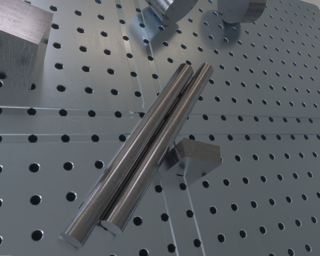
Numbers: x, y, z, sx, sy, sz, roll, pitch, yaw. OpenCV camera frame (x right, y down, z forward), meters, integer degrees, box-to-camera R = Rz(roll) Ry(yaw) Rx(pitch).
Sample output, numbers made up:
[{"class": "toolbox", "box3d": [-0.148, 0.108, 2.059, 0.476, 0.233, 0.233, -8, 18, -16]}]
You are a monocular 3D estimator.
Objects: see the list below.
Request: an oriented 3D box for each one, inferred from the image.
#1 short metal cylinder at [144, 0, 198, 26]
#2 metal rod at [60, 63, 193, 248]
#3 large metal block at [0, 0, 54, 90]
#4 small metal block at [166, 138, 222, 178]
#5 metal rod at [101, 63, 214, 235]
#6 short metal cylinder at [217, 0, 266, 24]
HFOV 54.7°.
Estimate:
[{"class": "short metal cylinder", "box3d": [0.021, -0.220, 0.518, 0.081, 0.080, 0.050, -31, 80, -38]}, {"class": "metal rod", "box3d": [-0.022, 0.009, 0.391, 0.025, 0.025, 0.301, 36, 51, -5]}, {"class": "large metal block", "box3d": [-0.171, -0.097, 0.340, 0.080, 0.080, 0.050, 19, 54, -17]}, {"class": "small metal block", "box3d": [0.041, 0.039, 0.390, 0.050, 0.050, 0.025, 14, 56, -21]}, {"class": "metal rod", "box3d": [0.013, 0.003, 0.412, 0.025, 0.025, 0.301, 36, 51, -5]}, {"class": "short metal cylinder", "box3d": [0.160, -0.249, 0.611, 0.050, 0.080, 0.080, -14, 69, -34]}]
